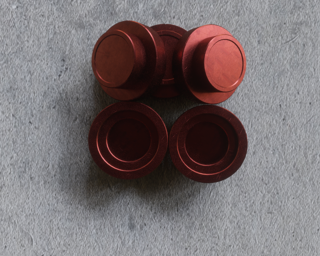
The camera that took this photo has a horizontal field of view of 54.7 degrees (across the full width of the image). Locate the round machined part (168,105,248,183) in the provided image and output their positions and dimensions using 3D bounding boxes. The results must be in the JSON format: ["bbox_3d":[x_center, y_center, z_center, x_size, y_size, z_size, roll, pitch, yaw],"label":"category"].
[{"bbox_3d":[0.059,0.020,0.403,0.099,0.042,0.097,0,90,-1],"label":"round machined part"}]

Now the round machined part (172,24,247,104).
[{"bbox_3d":[0.067,-0.078,0.382,0.099,0.042,0.097,-4,97,-31],"label":"round machined part"}]

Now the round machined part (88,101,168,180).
[{"bbox_3d":[-0.039,0.015,0.402,0.099,0.042,0.097,0,90,-1],"label":"round machined part"}]

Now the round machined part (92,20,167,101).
[{"bbox_3d":[-0.044,-0.082,0.378,0.098,0.042,0.097,2,95,33],"label":"round machined part"}]

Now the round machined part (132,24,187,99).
[{"bbox_3d":[0.007,-0.087,0.402,0.099,0.042,0.097,0,90,-1],"label":"round machined part"}]
